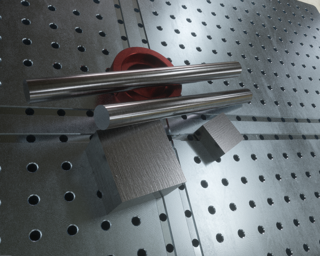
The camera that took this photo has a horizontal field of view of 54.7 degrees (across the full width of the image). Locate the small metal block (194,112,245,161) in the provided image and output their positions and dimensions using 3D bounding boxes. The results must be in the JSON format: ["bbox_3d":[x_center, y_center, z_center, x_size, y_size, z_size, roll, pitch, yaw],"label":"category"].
[{"bbox_3d":[0.086,0.011,0.450,0.050,0.025,0.050,-30,79,-38],"label":"small metal block"}]

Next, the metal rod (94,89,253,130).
[{"bbox_3d":[0.044,-0.032,0.412,0.302,0.025,0.025,-12,68,-47],"label":"metal rod"}]

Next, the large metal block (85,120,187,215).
[{"bbox_3d":[-0.029,0.042,0.352,0.081,0.050,0.080,-11,68,-33],"label":"large metal block"}]

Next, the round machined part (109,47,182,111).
[{"bbox_3d":[-0.023,-0.059,0.422,0.099,0.042,0.098,14,56,-21],"label":"round machined part"}]

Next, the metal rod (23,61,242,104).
[{"bbox_3d":[-0.008,-0.063,0.389,0.303,0.025,0.025,-12,68,-33],"label":"metal rod"}]
